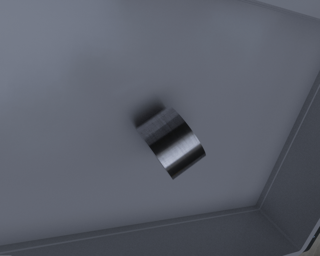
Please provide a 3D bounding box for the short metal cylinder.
[{"bbox_3d":[0.013,0.018,0.390,0.050,0.080,0.080,-36,130,-5],"label":"short metal cylinder"}]
